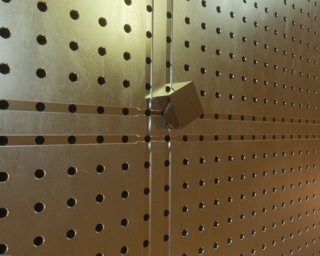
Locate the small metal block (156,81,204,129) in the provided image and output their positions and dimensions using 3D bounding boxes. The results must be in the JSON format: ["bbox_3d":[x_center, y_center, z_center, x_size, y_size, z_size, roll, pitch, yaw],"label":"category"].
[{"bbox_3d":[0.029,-0.032,0.432,0.050,0.025,0.050,-34,111,-35],"label":"small metal block"}]
